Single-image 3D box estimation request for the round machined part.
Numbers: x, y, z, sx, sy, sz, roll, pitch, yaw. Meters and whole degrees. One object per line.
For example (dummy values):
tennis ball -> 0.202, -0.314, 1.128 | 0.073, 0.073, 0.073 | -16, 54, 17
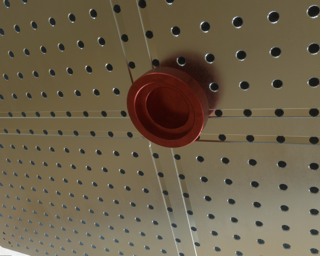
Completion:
round machined part -> 0.013, -0.028, 0.377 | 0.098, 0.042, 0.097 | 13, 124, 21
